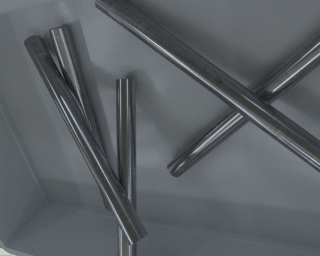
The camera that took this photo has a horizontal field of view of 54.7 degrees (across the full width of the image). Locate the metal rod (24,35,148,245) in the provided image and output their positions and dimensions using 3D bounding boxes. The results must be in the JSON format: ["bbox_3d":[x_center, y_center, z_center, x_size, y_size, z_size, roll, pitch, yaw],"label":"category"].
[{"bbox_3d":[-0.100,0.007,0.397,0.025,0.025,0.299,-40,75,38],"label":"metal rod"}]

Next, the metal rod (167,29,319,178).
[{"bbox_3d":[0.101,-0.026,0.338,0.025,0.025,0.298,43,129,-2],"label":"metal rod"}]

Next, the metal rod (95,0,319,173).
[{"bbox_3d":[0.051,-0.055,0.323,0.300,0.025,0.025,39,129,11],"label":"metal rod"}]

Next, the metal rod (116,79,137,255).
[{"bbox_3d":[-0.043,0.087,0.403,0.025,0.025,0.298,2,94,27],"label":"metal rod"}]

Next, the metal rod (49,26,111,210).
[{"bbox_3d":[-0.106,0.002,0.463,0.025,0.025,0.298,4,120,26],"label":"metal rod"}]
